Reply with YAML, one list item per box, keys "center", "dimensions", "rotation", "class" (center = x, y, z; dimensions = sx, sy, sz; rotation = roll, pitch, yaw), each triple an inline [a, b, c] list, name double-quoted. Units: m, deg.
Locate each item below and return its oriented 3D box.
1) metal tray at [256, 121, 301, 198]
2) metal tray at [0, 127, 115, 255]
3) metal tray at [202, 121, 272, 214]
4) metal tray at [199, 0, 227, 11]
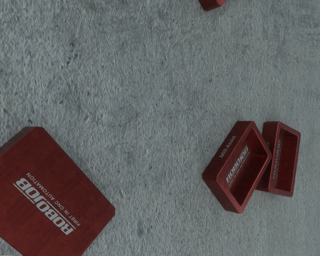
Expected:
- center: [0.226, 0.060, 0.590]
  dimensions: [0.091, 0.030, 0.129]
  rotation: [20, 78, -38]
  class: "metal tray"
- center: [-0.115, 0.073, 0.305]
  dimensions: [0.090, 0.030, 0.130]
  rotation: [-49, 119, -29]
  class: "metal tray"
- center: [0.131, 0.062, 0.510]
  dimensions: [0.130, 0.030, 0.090]
  rotation: [-51, 120, -28]
  class: "metal tray"
- center: [0.093, -0.254, 0.477]
  dimensions: [0.130, 0.030, 0.090]
  rotation: [-50, 120, -28]
  class: "metal tray"
